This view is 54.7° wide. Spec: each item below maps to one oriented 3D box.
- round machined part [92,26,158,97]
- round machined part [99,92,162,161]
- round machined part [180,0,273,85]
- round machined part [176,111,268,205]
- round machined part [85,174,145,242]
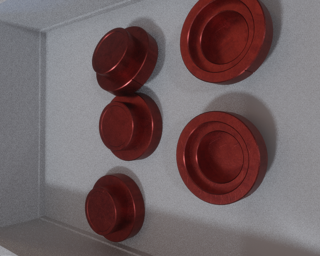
[{"bbox_3d":[-0.054,-0.095,0.420,0.098,0.042,0.098,-17,62,34],"label":"round machined part"},{"bbox_3d":[-0.048,-0.003,0.433,0.098,0.042,0.097,0,90,39],"label":"round machined part"},{"bbox_3d":[0.074,-0.095,0.334,0.098,0.042,0.097,0,90,39],"label":"round machined part"},{"bbox_3d":[0.069,0.031,0.337,0.098,0.042,0.097,0,90,39],"label":"round machined part"},{"bbox_3d":[-0.072,0.118,0.453,0.098,0.042,0.097,0,90,39],"label":"round machined part"}]
